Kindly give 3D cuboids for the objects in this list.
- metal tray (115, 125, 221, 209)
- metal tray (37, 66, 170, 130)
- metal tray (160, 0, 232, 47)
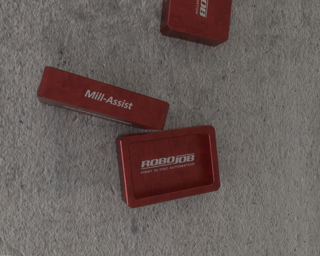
[{"bbox_3d":[0.012,0.047,0.410,0.131,0.030,0.089,-7,93,-20],"label":"metal tray"},{"bbox_3d":[-0.066,-0.028,0.349,0.131,0.090,0.030,15,85,-20],"label":"metal tray"},{"bbox_3d":[0.053,-0.186,0.425,0.091,0.030,0.129,7,88,-20],"label":"metal tray"}]
